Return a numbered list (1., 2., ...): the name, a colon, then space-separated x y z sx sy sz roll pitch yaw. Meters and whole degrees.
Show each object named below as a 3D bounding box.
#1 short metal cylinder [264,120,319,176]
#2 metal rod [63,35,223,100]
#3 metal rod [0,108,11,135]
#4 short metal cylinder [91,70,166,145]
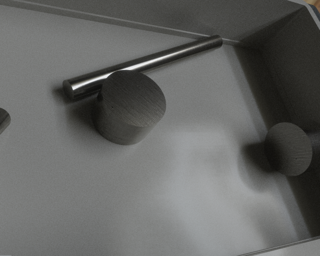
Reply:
1. short metal cylinder: 0.207 0.029 0.467 0.050 0.080 0.080 -7 65 -32
2. metal rod: -0.004 -0.101 0.466 0.302 0.025 0.025 -27 77 -37
3. metal rod: -0.161 0.054 0.189 0.025 0.025 0.300 24 22 -14
4. short metal cylinder: -0.040 -0.025 0.385 0.081 0.050 0.080 14 56 -21
